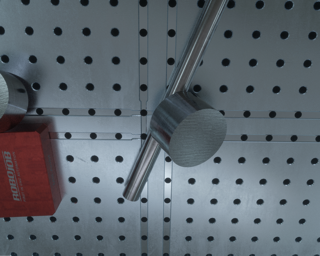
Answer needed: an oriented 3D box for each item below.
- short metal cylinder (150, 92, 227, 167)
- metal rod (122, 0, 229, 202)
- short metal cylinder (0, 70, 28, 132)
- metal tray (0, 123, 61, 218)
[{"bbox_3d":[0.035,0.001,0.383,0.081,0.050,0.079,-15,125,-22],"label":"short metal cylinder"},{"bbox_3d":[0.015,-0.031,0.401,0.025,0.025,0.298,21,109,-8],"label":"metal rod"},{"bbox_3d":[-0.209,-0.034,0.371,0.080,0.050,0.080,0,88,0],"label":"short metal cylinder"},{"bbox_3d":[-0.196,0.061,0.431,0.091,0.030,0.129,-3,110,1],"label":"metal tray"}]
